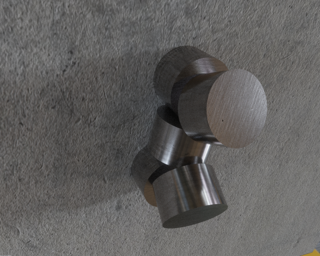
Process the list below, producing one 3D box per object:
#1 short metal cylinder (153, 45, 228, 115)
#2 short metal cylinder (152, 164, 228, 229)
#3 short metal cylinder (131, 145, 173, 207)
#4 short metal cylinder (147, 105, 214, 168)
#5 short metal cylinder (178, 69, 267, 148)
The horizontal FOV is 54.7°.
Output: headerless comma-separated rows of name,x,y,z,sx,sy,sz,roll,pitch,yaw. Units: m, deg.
short metal cylinder,0.038,-0.055,0.379,0.081,0.050,0.079,-14,124,-21
short metal cylinder,0.035,0.084,0.378,0.081,0.050,0.080,-13,150,-7
short metal cylinder,0.005,0.063,0.434,0.081,0.050,0.079,-14,124,-21
short metal cylinder,0.029,0.009,0.395,0.081,0.080,0.050,1,118,-29
short metal cylinder,0.067,-0.020,0.332,0.081,0.050,0.079,-2,94,-29
